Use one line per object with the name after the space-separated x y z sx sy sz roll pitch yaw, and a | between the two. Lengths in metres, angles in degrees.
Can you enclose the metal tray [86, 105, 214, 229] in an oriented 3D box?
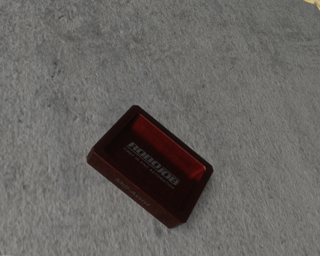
-0.008 0.044 0.370 0.130 0.030 0.090 39 51 -2 | metal tray
